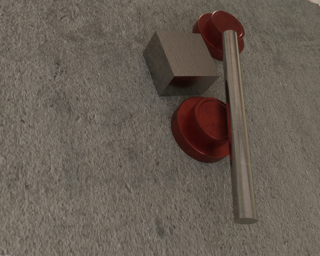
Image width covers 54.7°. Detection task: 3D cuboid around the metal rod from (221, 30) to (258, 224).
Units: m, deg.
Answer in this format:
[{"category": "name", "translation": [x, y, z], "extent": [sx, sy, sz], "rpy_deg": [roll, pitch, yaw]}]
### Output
[{"category": "metal rod", "translation": [0.103, -0.024, 0.419], "extent": [0.025, 0.025, 0.300], "rpy_deg": [17, 55, -19]}]

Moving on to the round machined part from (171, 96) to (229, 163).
[{"category": "round machined part", "translation": [0.068, -0.004, 0.432], "extent": [0.099, 0.042, 0.098], "rpy_deg": [14, 56, -21]}]

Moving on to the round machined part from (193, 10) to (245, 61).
[{"category": "round machined part", "translation": [0.112, -0.171, 0.558], "extent": [0.099, 0.042, 0.098], "rpy_deg": [14, 56, -21]}]

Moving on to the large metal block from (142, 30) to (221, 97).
[{"category": "large metal block", "translation": [0.030, -0.095, 0.462], "extent": [0.081, 0.050, 0.080], "rpy_deg": [-6, 65, -31]}]
